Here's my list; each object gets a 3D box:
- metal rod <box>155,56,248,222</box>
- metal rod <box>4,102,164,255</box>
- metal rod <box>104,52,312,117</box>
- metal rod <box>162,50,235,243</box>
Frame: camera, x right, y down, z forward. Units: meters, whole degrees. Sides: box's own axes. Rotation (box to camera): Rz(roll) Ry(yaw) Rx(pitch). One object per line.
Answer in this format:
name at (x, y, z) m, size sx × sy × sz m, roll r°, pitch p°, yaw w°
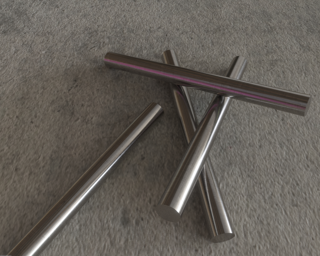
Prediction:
metal rod at (0.067, -0.012, 0.388) m, size 0.025 × 0.025 × 0.301 m, roll 19°, pitch 44°, yaw 15°
metal rod at (-0.088, 0.071, 0.342) m, size 0.025 × 0.025 × 0.301 m, roll 27°, pitch 55°, yaw 20°
metal rod at (0.042, -0.067, 0.419) m, size 0.300 × 0.025 × 0.025 m, roll 19°, pitch 52°, yaw 30°
metal rod at (0.039, -0.003, 0.406) m, size 0.025 × 0.025 × 0.300 m, roll -7°, pitch 50°, yaw -6°
